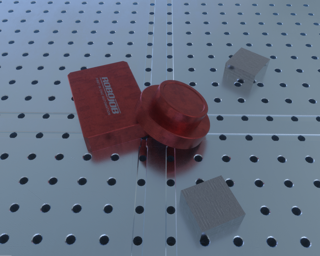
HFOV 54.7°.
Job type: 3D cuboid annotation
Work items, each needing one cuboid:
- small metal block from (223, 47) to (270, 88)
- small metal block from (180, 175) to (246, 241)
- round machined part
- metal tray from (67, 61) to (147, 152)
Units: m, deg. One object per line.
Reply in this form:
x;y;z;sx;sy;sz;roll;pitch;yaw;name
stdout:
0.137;-0.096;0.489;0.050;0.025;0.050;31;56;23;small metal block
0.055;0.086;0.336;0.050;0.025;0.050;-18;52;-14;small metal block
0.021;-0.024;0.392;0.099;0.042;0.098;19;39;-16;round machined part
-0.072;-0.036;0.434;0.091;0.030;0.130;-16;52;-13;metal tray
